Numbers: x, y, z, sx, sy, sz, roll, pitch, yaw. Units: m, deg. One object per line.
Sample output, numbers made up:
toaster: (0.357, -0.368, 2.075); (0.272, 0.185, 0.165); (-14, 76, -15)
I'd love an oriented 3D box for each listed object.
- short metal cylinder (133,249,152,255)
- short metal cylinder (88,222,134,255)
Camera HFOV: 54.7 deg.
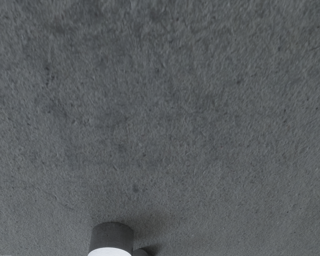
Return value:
short metal cylinder: (-0.037, 0.292, 0.620); (0.080, 0.080, 0.050); (-30, 124, 23)
short metal cylinder: (-0.090, 0.219, 0.577); (0.081, 0.050, 0.079); (0, 130, 0)
